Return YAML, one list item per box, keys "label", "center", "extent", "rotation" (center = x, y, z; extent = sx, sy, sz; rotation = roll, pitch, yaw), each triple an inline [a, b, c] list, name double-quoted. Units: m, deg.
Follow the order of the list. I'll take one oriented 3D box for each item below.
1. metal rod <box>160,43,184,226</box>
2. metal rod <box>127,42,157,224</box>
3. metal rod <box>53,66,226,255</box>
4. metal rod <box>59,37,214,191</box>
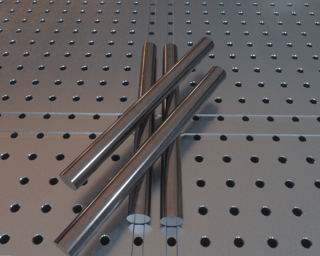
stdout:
- label: "metal rod"
  center: [0.015, -0.016, 0.422]
  extent: [0.025, 0.025, 0.300]
  rotation: [1, 50, 1]
- label: "metal rod"
  center: [-0.020, -0.019, 0.424]
  extent: [0.025, 0.025, 0.300]
  rotation: [1, 50, 1]
- label: "metal rod"
  center: [-0.002, 0.017, 0.361]
  extent: [0.025, 0.025, 0.301]
  rotation: [28, 55, 21]
- label: "metal rod"
  center: [-0.012, -0.037, 0.407]
  extent: [0.025, 0.025, 0.301]
  rotation: [28, 55, 21]
